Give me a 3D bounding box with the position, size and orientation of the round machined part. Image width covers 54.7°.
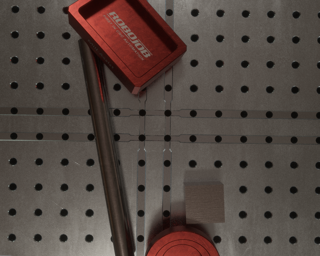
[{"bbox_3d":[0.028,0.176,0.405,0.099,0.042,0.097,0,90,-1],"label":"round machined part"}]

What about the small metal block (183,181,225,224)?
[{"bbox_3d":[0.058,0.099,0.414,0.050,0.025,0.050,-2,90,-1],"label":"small metal block"}]

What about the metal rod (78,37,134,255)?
[{"bbox_3d":[-0.071,0.030,0.412,0.025,0.025,0.298,-10,90,0],"label":"metal rod"}]

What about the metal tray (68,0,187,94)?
[{"bbox_3d":[-0.041,-0.120,0.397,0.090,0.030,0.130,-42,90,-18],"label":"metal tray"}]
